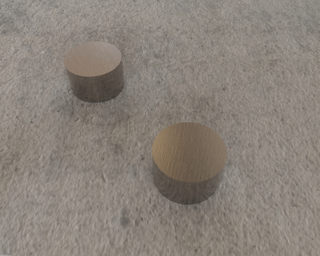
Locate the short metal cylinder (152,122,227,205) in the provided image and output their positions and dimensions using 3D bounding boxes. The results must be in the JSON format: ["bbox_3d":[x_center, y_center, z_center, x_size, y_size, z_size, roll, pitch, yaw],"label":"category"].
[{"bbox_3d":[0.032,0.040,0.354,0.081,0.050,0.080,0,50,0],"label":"short metal cylinder"}]

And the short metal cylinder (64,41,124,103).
[{"bbox_3d":[-0.095,-0.083,0.455,0.081,0.050,0.080,0,50,0],"label":"short metal cylinder"}]
